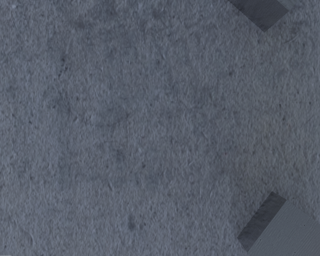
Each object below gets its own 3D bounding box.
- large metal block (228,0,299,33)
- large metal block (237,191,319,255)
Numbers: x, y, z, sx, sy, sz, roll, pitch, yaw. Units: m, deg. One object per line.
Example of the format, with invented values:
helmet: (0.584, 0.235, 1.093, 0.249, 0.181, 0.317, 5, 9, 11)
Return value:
large metal block: (0.130, -0.176, 0.384, 0.080, 0.080, 0.050, 41, 90, -1)
large metal block: (0.162, 0.143, 0.400, 0.080, 0.050, 0.080, 37, 90, -1)
